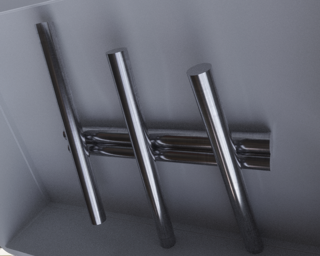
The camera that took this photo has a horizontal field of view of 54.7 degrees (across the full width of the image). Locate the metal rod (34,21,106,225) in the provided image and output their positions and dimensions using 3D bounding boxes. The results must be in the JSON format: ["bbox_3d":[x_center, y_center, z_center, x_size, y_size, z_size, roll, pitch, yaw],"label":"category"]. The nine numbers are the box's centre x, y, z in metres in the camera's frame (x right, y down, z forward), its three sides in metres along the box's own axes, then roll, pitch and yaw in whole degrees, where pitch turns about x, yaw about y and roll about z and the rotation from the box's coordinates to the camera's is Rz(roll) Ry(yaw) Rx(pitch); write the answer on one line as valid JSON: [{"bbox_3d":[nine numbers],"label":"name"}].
[{"bbox_3d":[-0.123,0.005,0.442,0.025,0.025,0.298,-1,110,28],"label":"metal rod"}]

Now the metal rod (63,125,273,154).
[{"bbox_3d":[-0.008,0.012,0.418,0.301,0.025,0.025,2,119,26],"label":"metal rod"}]

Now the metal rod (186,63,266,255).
[{"bbox_3d":[0.088,0.063,0.370,0.025,0.025,0.299,-4,125,30],"label":"metal rod"}]

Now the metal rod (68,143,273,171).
[{"bbox_3d":[-0.004,0.033,0.429,0.301,0.025,0.025,2,119,26],"label":"metal rod"}]

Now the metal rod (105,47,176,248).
[{"bbox_3d":[-0.018,0.044,0.410,0.025,0.025,0.298,1,119,27],"label":"metal rod"}]
